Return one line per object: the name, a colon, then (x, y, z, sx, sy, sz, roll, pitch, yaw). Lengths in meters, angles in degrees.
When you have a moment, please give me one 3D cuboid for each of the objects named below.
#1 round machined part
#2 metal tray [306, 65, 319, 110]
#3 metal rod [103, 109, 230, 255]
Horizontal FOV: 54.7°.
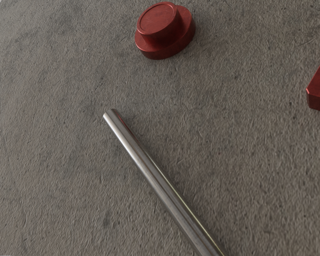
round machined part: (0.003, -0.159, 0.488, 0.098, 0.042, 0.098, -13, 56, 20)
metal tray: (0.226, -0.068, 0.324, 0.090, 0.030, 0.130, 25, 75, 36)
metal rod: (0.006, 0.070, 0.356, 0.025, 0.025, 0.300, -41, 51, 0)
